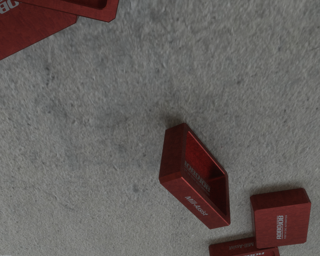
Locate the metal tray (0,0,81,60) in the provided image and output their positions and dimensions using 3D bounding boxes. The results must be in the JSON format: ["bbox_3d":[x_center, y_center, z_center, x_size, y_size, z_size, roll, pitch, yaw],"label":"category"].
[{"bbox_3d":[-0.155,-0.121,0.298,0.130,0.030,0.090,-20,128,15],"label":"metal tray"}]

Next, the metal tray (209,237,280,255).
[{"bbox_3d":[0.174,0.261,0.629,0.130,0.030,0.090,-16,129,12],"label":"metal tray"}]

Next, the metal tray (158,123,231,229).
[{"bbox_3d":[0.051,0.066,0.419,0.030,0.090,0.130,-23,127,28],"label":"metal tray"}]

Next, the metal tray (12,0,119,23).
[{"bbox_3d":[-0.093,-0.145,0.244,0.131,0.030,0.089,5,117,-25],"label":"metal tray"}]

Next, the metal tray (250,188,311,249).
[{"bbox_3d":[0.210,0.163,0.546,0.090,0.030,0.129,-11,130,8],"label":"metal tray"}]
